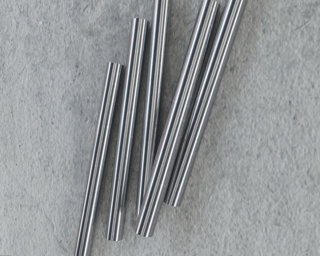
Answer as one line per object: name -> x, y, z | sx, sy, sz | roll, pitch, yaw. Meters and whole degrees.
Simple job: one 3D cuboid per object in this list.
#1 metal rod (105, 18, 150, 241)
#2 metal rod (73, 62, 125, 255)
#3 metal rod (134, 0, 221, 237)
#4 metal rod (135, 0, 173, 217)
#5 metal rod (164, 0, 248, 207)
metal rod -> -0.045, 0.004, 0.423 | 0.025, 0.025, 0.298 | 8, 93, 19
metal rod -> -0.088, 0.058, 0.438 | 0.025, 0.025, 0.298 | 12, 94, 19
metal rod -> 0.021, -0.011, 0.388 | 0.025, 0.025, 0.298 | 17, 91, 19
metal rod -> -0.008, -0.031, 0.410 | 0.025, 0.025, 0.298 | 6, 92, 19
metal rod -> 0.059, -0.045, 0.387 | 0.025, 0.025, 0.298 | 19, 96, 18
